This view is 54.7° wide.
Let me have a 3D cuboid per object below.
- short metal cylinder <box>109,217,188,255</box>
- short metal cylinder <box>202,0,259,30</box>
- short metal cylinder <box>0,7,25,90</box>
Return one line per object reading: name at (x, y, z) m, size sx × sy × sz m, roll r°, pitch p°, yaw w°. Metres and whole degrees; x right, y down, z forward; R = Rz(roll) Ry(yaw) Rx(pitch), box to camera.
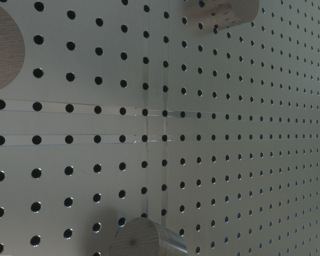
short metal cylinder at (-0.015, 0.152, 0.363) m, size 0.050 × 0.080 × 0.080 m, roll 38°, pitch 67°, yaw -34°
short metal cylinder at (0.112, -0.202, 0.489) m, size 0.081 × 0.050 × 0.079 m, roll 0°, pitch 90°, yaw -40°
short metal cylinder at (-0.162, -0.065, 0.257) m, size 0.081 × 0.050 × 0.079 m, roll 0°, pitch 90°, yaw -40°
